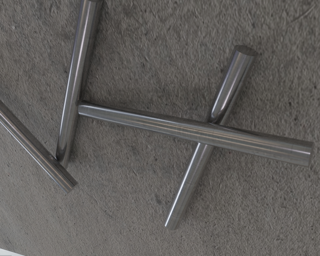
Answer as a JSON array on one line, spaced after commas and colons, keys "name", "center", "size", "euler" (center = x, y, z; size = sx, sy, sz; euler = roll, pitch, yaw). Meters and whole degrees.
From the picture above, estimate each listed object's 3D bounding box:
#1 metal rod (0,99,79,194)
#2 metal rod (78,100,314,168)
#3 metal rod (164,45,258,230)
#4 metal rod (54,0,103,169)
[{"name": "metal rod", "center": [-0.246, -0.009, 0.510], "size": [0.300, 0.025, 0.025], "euler": [46, 129, 4]}, {"name": "metal rod", "center": [0.017, -0.001, 0.370], "size": [0.300, 0.025, 0.025], "euler": [12, 124, 31]}, {"name": "metal rod", "center": [0.053, 0.036, 0.401], "size": [0.025, 0.025, 0.298], "euler": [26, 128, 12]}, {"name": "metal rod", "center": [-0.125, -0.042, 0.446], "size": [0.025, 0.025, 0.298], "euler": [31, 128, 8]}]
